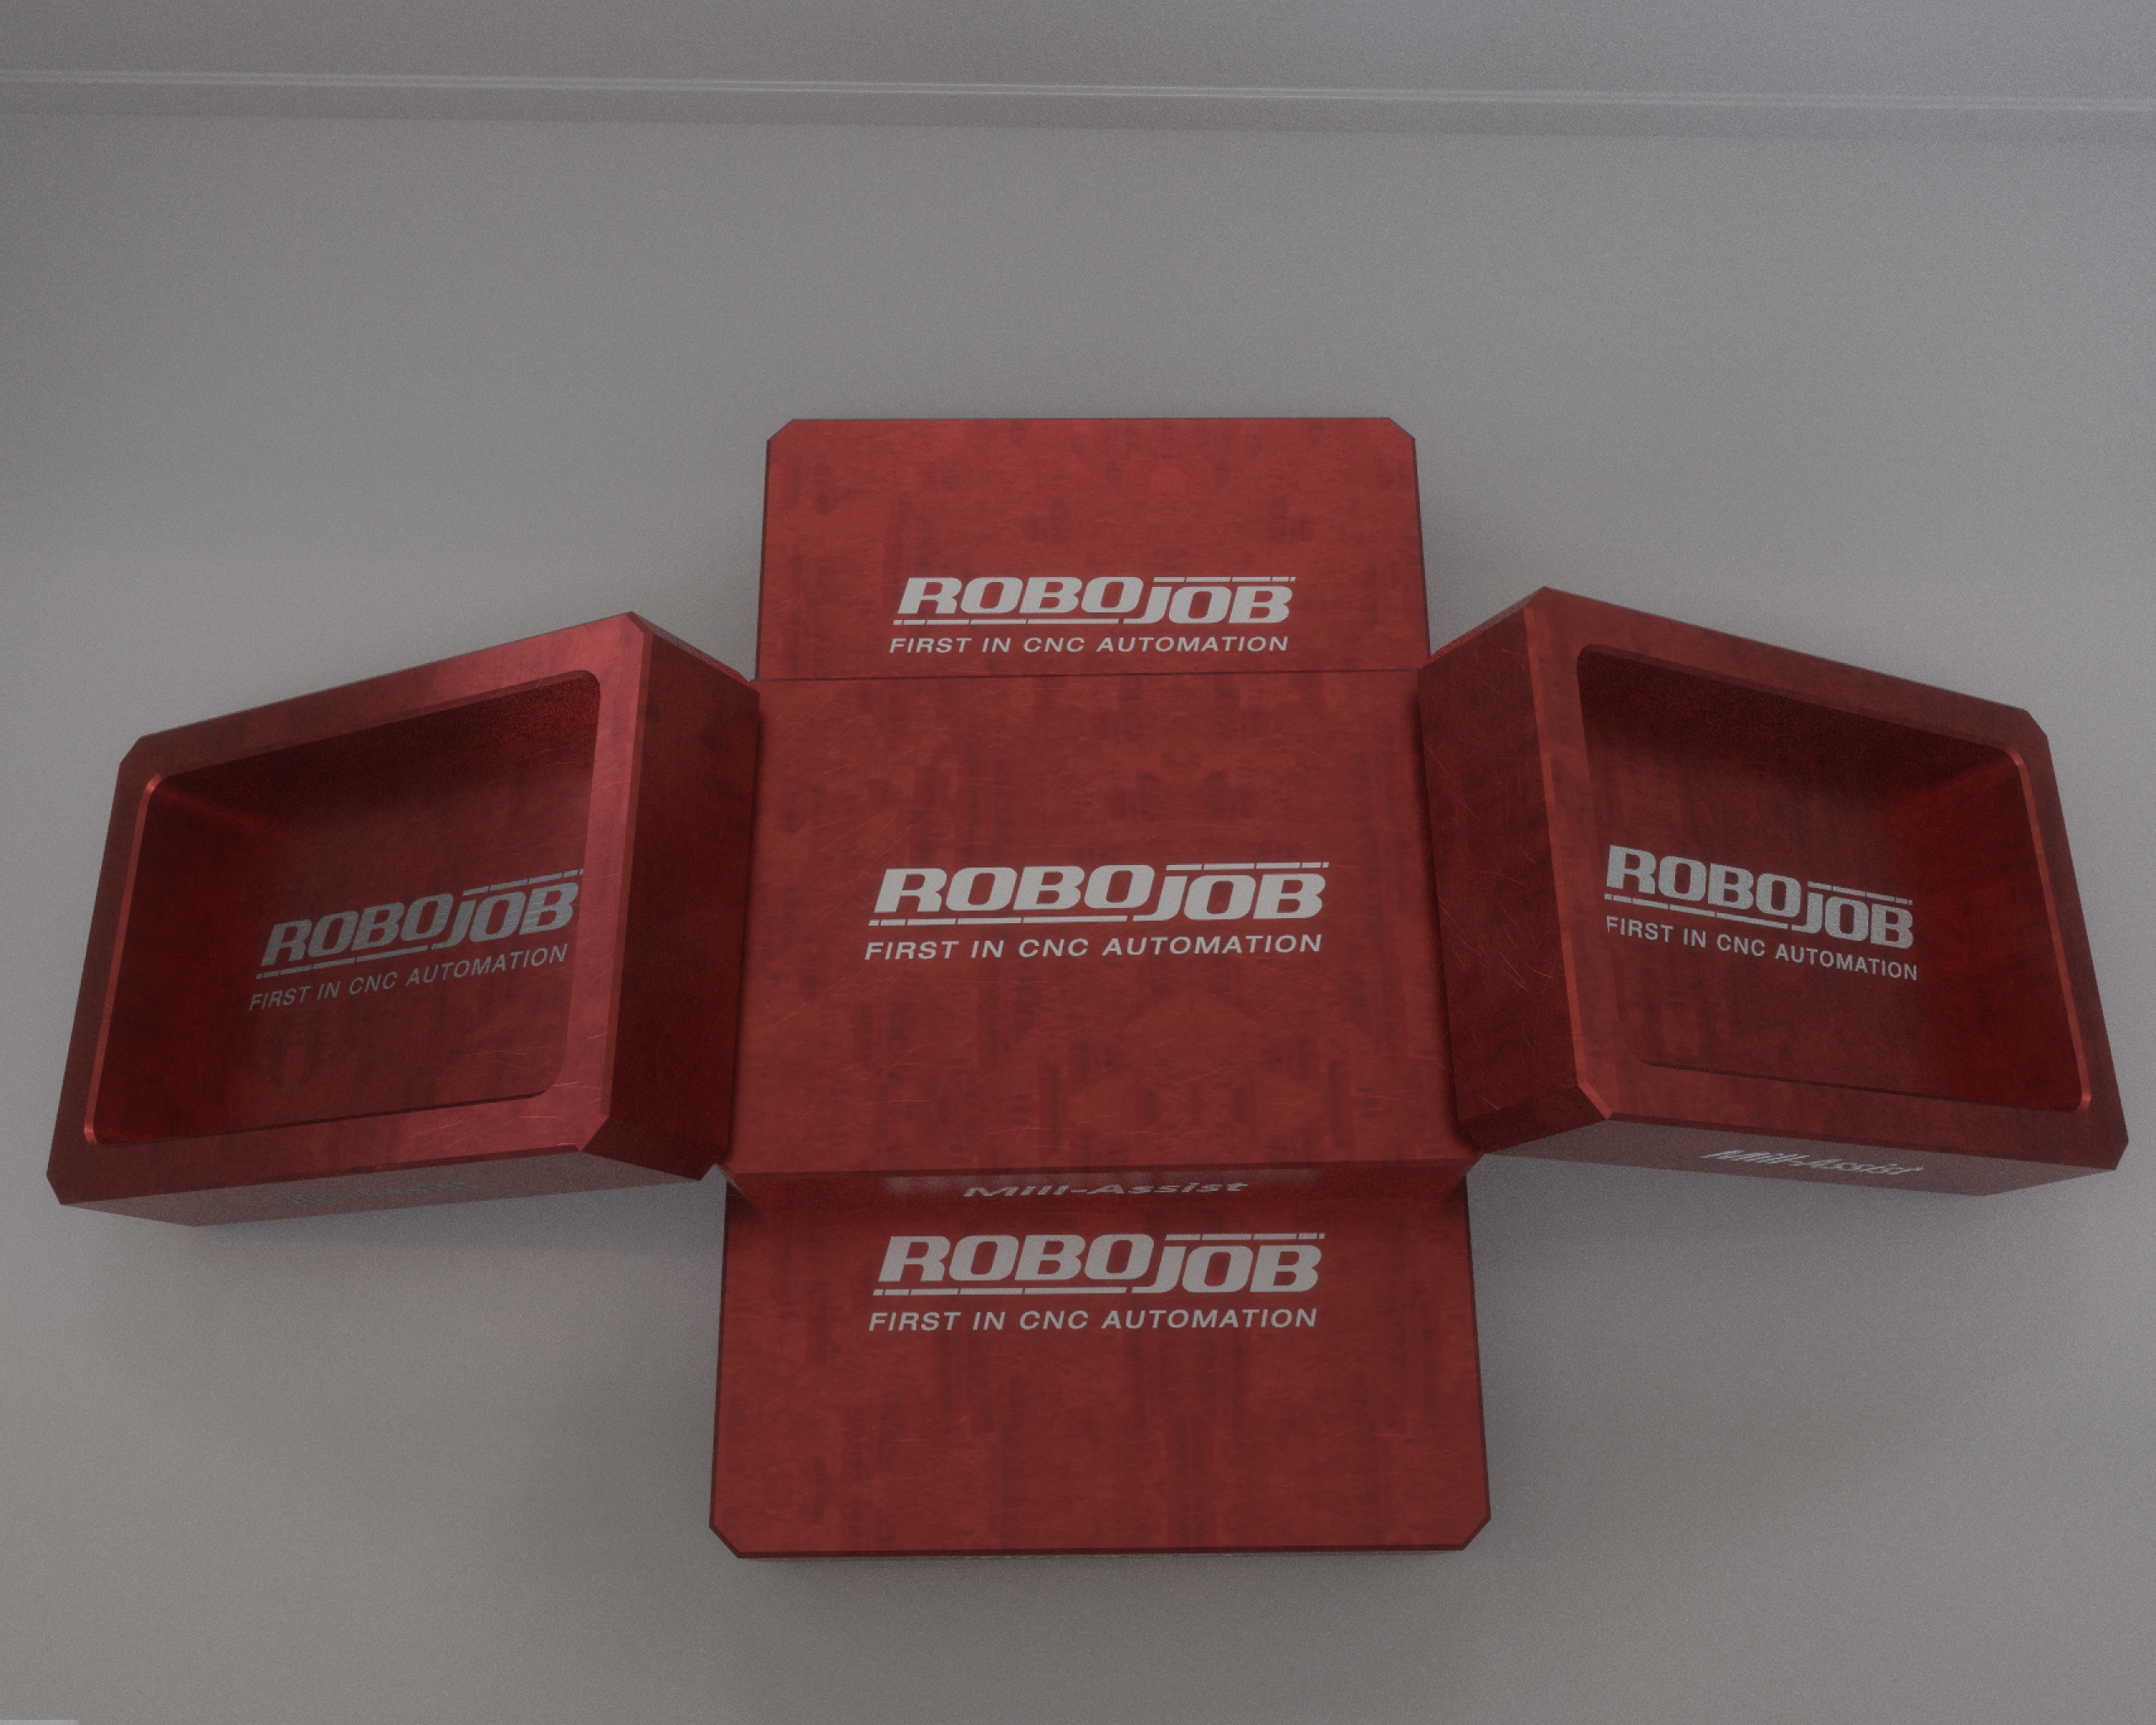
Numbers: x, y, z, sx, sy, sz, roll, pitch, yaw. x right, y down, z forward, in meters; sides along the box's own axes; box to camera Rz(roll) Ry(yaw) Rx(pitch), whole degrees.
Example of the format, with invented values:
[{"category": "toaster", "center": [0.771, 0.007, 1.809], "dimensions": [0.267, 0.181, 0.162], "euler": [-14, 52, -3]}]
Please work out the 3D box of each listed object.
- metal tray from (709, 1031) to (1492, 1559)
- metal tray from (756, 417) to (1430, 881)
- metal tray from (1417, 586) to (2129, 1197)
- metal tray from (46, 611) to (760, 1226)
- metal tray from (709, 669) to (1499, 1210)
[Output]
[{"category": "metal tray", "center": [0.004, 0.078, 0.375], "dimensions": [0.131, 0.030, 0.090], "euler": [0, 70, -1]}, {"category": "metal tray", "center": [0.003, -0.043, 0.420], "dimensions": [0.131, 0.030, 0.090], "euler": [0, 70, -1]}, {"category": "metal tray", "center": [0.124, 0.009, 0.369], "dimensions": [0.131, 0.030, 0.090], "euler": [9, 68, -28]}, {"category": "metal tray", "center": [-0.120, 0.014, 0.367], "dimensions": [0.130, 0.030, 0.090], "euler": [-9, 69, 28]}, {"category": "metal tray", "center": [0.004, 0.013, 0.368], "dimensions": [0.131, 0.030, 0.090], "euler": [-1, 70, -1]}]
